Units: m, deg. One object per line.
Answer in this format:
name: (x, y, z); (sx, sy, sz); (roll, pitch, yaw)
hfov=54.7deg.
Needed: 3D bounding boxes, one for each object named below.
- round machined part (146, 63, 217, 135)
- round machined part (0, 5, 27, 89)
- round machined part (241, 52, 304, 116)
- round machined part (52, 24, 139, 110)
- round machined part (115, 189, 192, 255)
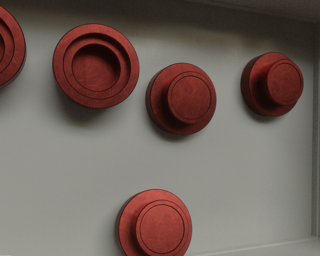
round machined part: (0.034, -0.039, 0.415); (0.099, 0.042, 0.097); (0, 90, -21)
round machined part: (-0.195, -0.085, 0.329); (0.099, 0.042, 0.097); (0, 90, -21)
round machined part: (0.176, -0.067, 0.468); (0.099, 0.042, 0.097); (0, 90, -21)
round machined part: (-0.078, -0.071, 0.373); (0.099, 0.042, 0.097); (0, 90, -21)
round machined part: (-0.004, 0.126, 0.388); (0.099, 0.042, 0.098); (6, 72, -19)
